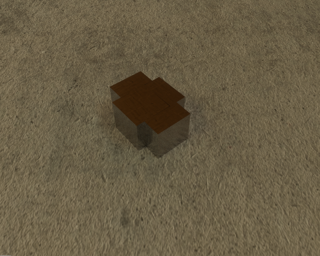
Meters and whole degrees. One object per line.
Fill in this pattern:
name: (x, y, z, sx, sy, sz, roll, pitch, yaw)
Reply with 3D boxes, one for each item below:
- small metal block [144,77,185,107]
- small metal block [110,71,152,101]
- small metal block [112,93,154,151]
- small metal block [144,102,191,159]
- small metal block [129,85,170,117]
small metal block: (0.006, -0.032, 0.414, 0.025, 0.050, 0.050, -34, 58, -25)
small metal block: (-0.038, -0.042, 0.422, 0.050, 0.050, 0.025, -32, 57, -24)
small metal block: (-0.033, -0.007, 0.393, 0.025, 0.050, 0.050, -33, 58, -24)
small metal block: (0.009, 0.004, 0.385, 0.050, 0.050, 0.025, -32, 57, -24)
small metal block: (-0.014, -0.019, 0.404, 0.025, 0.050, 0.050, -33, 58, -24)
